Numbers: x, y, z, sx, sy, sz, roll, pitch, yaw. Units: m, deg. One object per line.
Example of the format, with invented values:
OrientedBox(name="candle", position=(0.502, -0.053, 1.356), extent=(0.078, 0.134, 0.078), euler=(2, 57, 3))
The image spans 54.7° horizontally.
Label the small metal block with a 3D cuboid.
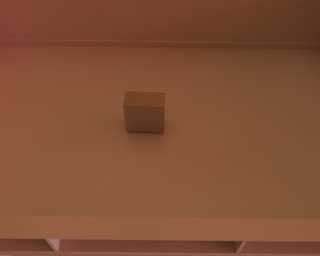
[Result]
OrientedBox(name="small metal block", position=(-0.019, -0.020, 0.401), extent=(0.050, 0.050, 0.025), euler=(2, 50, 2))
